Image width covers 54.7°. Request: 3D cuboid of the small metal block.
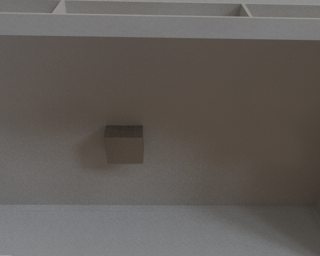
[{"bbox_3d":[-0.049,0.023,0.428,0.050,0.025,0.050,0,130,-1],"label":"small metal block"}]
